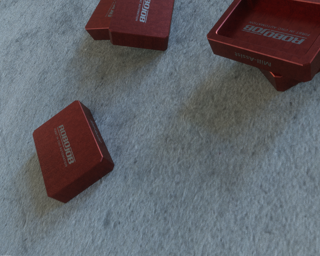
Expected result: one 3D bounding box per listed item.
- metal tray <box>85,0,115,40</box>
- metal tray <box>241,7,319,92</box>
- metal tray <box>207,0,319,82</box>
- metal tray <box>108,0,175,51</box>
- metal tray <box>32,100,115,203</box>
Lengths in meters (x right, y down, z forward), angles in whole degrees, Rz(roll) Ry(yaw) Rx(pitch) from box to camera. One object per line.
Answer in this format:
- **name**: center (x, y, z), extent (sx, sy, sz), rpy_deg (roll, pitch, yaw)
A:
- **metal tray**: center (-0.072, -0.223, 0.573), extent (0.090, 0.030, 0.130), rpy_deg (9, 66, 31)
- **metal tray**: center (0.178, -0.112, 0.375), extent (0.130, 0.030, 0.090), rpy_deg (-30, 52, 8)
- **metal tray**: center (0.132, -0.114, 0.361), extent (0.130, 0.030, 0.090), rpy_deg (30, 78, 37)
- **metal tray**: center (-0.025, -0.189, 0.502), extent (0.091, 0.030, 0.130), rpy_deg (8, 63, 1)
- **metal tray**: center (-0.129, 0.030, 0.448), extent (0.090, 0.030, 0.130), rpy_deg (-36, 51, 4)
